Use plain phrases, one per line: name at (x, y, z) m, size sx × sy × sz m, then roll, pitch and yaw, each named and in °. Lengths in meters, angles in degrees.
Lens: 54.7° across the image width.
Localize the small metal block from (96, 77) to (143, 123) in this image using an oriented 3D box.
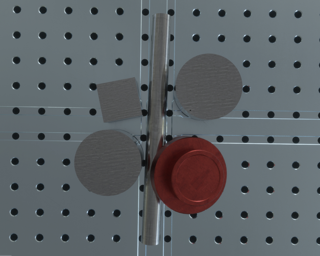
small metal block at (-0.052, -0.036, 0.409) m, size 0.050 × 0.025 × 0.050 m, roll -11°, pitch 90°, yaw 0°

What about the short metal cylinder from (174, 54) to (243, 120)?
short metal cylinder at (0.059, -0.050, 0.397) m, size 0.081 × 0.050 × 0.079 m, roll 0°, pitch 90°, yaw 0°

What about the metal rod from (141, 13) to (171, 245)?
metal rod at (-0.005, 0.002, 0.409) m, size 0.025 × 0.025 × 0.298 m, roll 3°, pitch 90°, yaw 0°

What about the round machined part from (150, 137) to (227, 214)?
round machined part at (0.041, 0.060, 0.389) m, size 0.099 × 0.042 × 0.097 m, roll 0°, pitch 90°, yaw -16°

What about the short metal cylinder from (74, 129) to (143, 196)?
short metal cylinder at (-0.062, 0.042, 0.396) m, size 0.081 × 0.050 × 0.079 m, roll 0°, pitch 90°, yaw 0°
